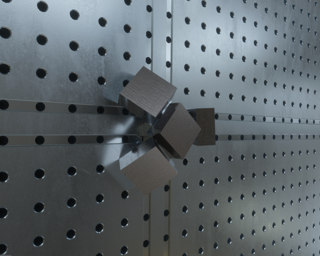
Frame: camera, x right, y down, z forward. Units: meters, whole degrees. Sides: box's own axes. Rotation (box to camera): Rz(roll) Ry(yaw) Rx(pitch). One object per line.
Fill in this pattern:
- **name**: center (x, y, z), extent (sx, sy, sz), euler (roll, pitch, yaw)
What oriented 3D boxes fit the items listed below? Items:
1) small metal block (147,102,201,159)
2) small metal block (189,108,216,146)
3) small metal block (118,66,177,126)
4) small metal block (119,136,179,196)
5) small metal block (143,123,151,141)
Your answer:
- **small metal block**: center (0.019, 0.004, 0.391), extent (0.050, 0.025, 0.050), euler (49, 61, -29)
- **small metal block**: center (0.058, -0.002, 0.437), extent (0.025, 0.050, 0.050), euler (-2, 92, -7)
- **small metal block**: center (-0.015, -0.039, 0.379), extent (0.050, 0.025, 0.050), euler (34, 64, 4)
- **small metal block**: center (-0.014, 0.047, 0.380), extent (0.050, 0.025, 0.050), euler (-35, 117, 6)
- **small metal block**: center (0.006, 0.004, 0.413), extent (0.050, 0.025, 0.050), euler (2, 92, -40)
